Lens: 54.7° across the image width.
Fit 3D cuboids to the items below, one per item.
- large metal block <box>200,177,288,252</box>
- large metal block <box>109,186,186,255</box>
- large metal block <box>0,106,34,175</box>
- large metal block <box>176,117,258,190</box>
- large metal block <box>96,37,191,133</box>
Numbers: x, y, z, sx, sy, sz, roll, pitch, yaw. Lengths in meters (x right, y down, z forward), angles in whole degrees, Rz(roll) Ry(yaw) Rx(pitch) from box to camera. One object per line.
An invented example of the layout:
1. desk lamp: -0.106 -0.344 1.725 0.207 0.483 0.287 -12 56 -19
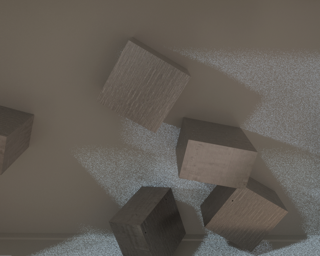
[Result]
1. large metal block: 0.116 0.115 0.441 0.080 0.050 0.080 31 107 -11
2. large metal block: -0.014 0.137 0.424 0.050 0.080 0.080 -5 112 34
3. large metal block: -0.215 0.008 0.383 0.080 0.080 0.050 16 109 -6
4. large metal block: 0.066 0.029 0.393 0.081 0.080 0.050 11 110 -4
5. large metal block: -0.020 -0.053 0.378 0.080 0.050 0.080 29 107 -10
